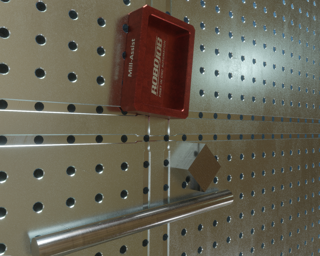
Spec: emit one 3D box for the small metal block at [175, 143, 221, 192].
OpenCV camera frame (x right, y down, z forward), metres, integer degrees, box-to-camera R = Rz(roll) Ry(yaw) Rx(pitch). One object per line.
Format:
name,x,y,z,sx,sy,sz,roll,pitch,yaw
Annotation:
small metal block,0.058,0.058,0.458,0.050,0.025,0.050,-51,120,-28

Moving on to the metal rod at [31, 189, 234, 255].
metal rod,-0.007,0.116,0.403,0.302,0.025,0.025,-2,92,-40

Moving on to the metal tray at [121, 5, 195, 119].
metal tray,0.000,-0.080,0.405,0.091,0.030,0.129,8,85,-40
